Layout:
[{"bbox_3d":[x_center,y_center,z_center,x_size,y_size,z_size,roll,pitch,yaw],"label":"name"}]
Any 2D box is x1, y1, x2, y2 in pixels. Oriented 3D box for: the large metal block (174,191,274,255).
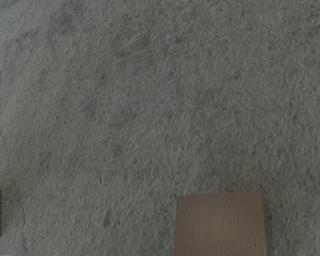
[{"bbox_3d":[0.061,0.108,0.289,0.080,0.050,0.080,-9,58,23],"label":"large metal block"}]
